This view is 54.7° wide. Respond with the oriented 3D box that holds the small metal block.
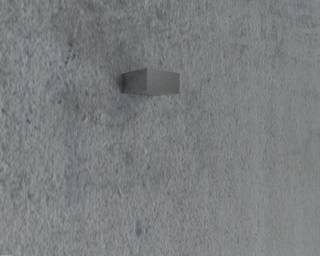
[{"bbox_3d":[-0.012,-0.055,0.380,0.050,0.050,0.025,0,90,-40],"label":"small metal block"}]
